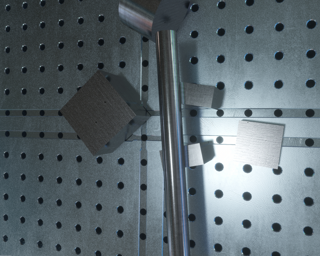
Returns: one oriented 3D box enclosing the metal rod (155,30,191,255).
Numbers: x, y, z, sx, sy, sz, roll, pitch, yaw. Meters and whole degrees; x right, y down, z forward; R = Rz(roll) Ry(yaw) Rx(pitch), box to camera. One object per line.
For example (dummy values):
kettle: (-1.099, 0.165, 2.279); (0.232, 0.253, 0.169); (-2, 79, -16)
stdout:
metal rod: (0.016, 0.040, 0.353); (0.025, 0.025, 0.298); (-4, 89, 19)

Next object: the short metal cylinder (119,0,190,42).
short metal cylinder: (-0.005, -0.153, 0.385); (0.050, 0.080, 0.080); (34, 101, 16)

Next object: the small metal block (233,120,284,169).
small metal block: (0.118, 0.019, 0.371); (0.050, 0.025, 0.050); (8, 93, 19)

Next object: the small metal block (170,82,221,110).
small metal block: (0.045, -0.039, 0.383); (0.050, 0.050, 0.025); (10, 94, 19)

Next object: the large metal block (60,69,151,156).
large metal block: (-0.074, -0.020, 0.424); (0.080, 0.050, 0.080); (-43, 77, 14)

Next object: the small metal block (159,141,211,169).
small metal block: (0.033, 0.034, 0.387); (0.050, 0.050, 0.025); (-12, 86, 19)
